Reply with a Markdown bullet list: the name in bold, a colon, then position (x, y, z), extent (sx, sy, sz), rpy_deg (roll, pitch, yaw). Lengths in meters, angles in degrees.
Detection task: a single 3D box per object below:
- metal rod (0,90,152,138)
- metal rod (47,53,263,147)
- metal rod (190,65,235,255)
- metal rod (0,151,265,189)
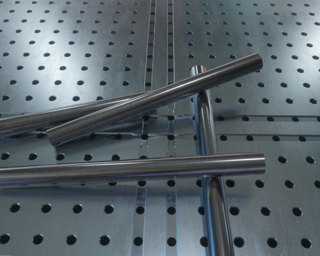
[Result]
- **metal rod**: position (-0.153, -0.011, 0.416), extent (0.302, 0.025, 0.025), rpy_deg (-12, 51, -10)
- **metal rod**: position (-0.001, -0.041, 0.418), extent (0.302, 0.025, 0.025), rpy_deg (-21, 53, -8)
- **metal rod**: position (0.060, 0.027, 0.385), extent (0.025, 0.025, 0.300), rpy_deg (0, 50, 0)
- **metal rod**: position (-0.039, 0.048, 0.347), extent (0.301, 0.025, 0.025), rpy_deg (-4, 50, 4)
